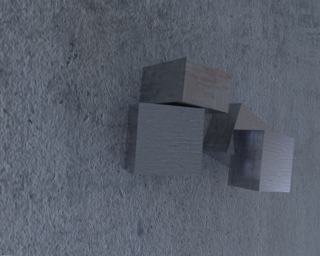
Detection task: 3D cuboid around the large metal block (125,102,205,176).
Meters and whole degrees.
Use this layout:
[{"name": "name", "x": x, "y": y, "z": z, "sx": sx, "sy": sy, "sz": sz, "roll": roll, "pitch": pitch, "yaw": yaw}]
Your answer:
[{"name": "large metal block", "x": 0.004, "y": 0.015, "z": 0.375, "sx": 0.081, "sy": 0.050, "sz": 0.080, "roll": 4, "pitch": 87, "yaw": -19}]

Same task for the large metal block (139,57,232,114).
[{"name": "large metal block", "x": 0.032, "y": -0.049, "z": 0.395, "sx": 0.081, "sy": 0.080, "sz": 0.050, "roll": 10, "pitch": 84, "yaw": -40}]

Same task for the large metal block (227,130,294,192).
[{"name": "large metal block", "x": 0.147, "y": 0.048, "z": 0.446, "sx": 0.081, "sy": 0.050, "sz": 0.080, "roll": 11, "pitch": 83, "yaw": -39}]

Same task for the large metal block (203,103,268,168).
[{"name": "large metal block", "x": 0.119, "y": 0.016, "z": 0.488, "sx": 0.080, "sy": 0.050, "sz": 0.080, "roll": 32, "pitch": 70, "yaw": -36}]
